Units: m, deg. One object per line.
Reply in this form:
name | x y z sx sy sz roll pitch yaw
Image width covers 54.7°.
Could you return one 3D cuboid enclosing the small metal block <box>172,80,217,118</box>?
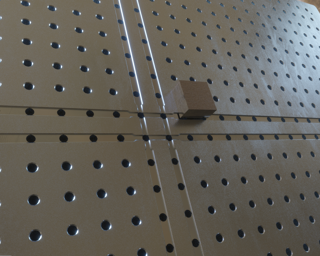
small metal block | 0.051 -0.043 0.463 0.050 0.025 0.050 -1 62 -29
